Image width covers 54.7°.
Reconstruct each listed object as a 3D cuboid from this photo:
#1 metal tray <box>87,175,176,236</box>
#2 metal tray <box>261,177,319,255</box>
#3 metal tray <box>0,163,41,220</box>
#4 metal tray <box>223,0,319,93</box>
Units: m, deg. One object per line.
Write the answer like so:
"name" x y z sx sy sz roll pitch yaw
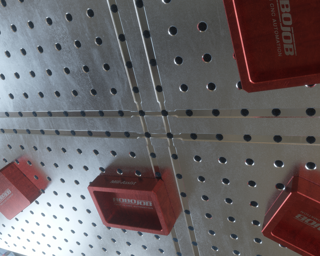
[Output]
"metal tray" -0.047 0.125 0.508 0.130 0.030 0.089 -2 118 28
"metal tray" 0.205 0.125 0.377 0.130 0.030 0.089 25 127 12
"metal tray" -0.318 0.137 0.657 0.090 0.030 0.130 49 128 -7
"metal tray" 0.111 -0.102 0.285 0.090 0.030 0.129 -5 116 30
